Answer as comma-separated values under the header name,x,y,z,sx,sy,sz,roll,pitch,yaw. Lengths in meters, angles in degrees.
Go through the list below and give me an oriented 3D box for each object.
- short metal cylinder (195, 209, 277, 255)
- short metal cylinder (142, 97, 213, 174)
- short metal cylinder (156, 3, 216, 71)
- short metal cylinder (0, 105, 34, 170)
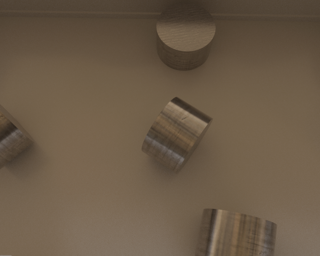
name,x,y,z,sx,sy,sz,roll,pitch,yaw
short metal cylinder,0.082,0.123,0.337,0.080,0.080,0.050,13,71,4
short metal cylinder,0.022,0.009,0.377,0.050,0.080,0.080,33,73,11
short metal cylinder,0.035,-0.130,0.444,0.081,0.050,0.080,0,70,0
short metal cylinder,-0.202,0.004,0.376,0.050,0.080,0.080,-43,76,-14
